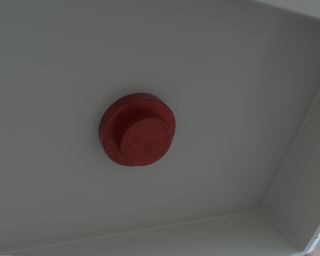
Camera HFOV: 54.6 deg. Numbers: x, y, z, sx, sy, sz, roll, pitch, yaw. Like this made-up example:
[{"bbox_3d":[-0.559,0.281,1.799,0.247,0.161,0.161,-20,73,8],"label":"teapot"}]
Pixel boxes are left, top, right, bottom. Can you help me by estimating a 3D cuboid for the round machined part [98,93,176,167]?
[{"bbox_3d":[-0.024,0.009,0.390,0.099,0.042,0.097,-14,124,-21],"label":"round machined part"}]
